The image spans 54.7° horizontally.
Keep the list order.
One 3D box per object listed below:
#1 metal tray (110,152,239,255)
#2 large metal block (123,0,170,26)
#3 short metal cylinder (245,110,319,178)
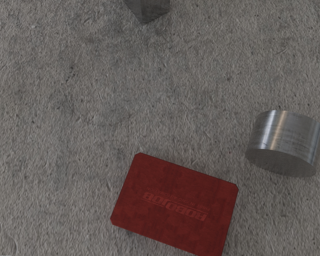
[{"bbox_3d":[0.018,0.093,0.372,0.131,0.030,0.090,18,71,6],"label":"metal tray"},{"bbox_3d":[-0.028,-0.215,0.458,0.050,0.080,0.080,-32,73,-11],"label":"large metal block"},{"bbox_3d":[0.149,0.020,0.373,0.080,0.080,0.050,20,72,7],"label":"short metal cylinder"}]
